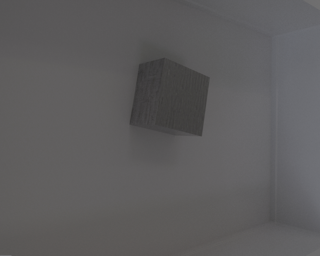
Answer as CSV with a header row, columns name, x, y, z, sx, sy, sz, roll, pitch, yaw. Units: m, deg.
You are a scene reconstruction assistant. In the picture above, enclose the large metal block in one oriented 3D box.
name,x,y,z,sx,sy,sz,roll,pitch,yaw
large metal block,0.014,-0.036,0.401,0.081,0.050,0.080,14,81,-39
